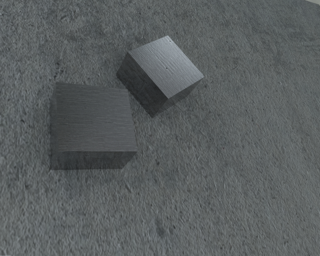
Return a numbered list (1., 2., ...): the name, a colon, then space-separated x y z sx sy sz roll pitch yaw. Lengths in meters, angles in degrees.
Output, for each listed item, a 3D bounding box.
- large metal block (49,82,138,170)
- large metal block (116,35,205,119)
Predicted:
1. large metal block: -0.077 0.000 0.346 0.081 0.050 0.080 3 61 -27
2. large metal block: 0.000 -0.073 0.432 0.081 0.050 0.080 -35 81 -38
